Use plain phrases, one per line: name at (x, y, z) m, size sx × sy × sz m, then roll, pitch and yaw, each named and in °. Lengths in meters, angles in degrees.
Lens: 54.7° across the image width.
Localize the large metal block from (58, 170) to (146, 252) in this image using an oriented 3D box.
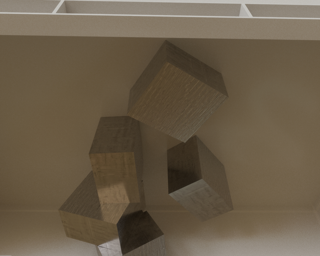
large metal block at (-0.073, 0.108, 0.415) m, size 0.080 × 0.080 × 0.050 m, roll 8°, pitch 123°, yaw 18°

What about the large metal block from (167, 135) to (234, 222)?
large metal block at (0.055, 0.071, 0.434) m, size 0.050 × 0.080 × 0.080 m, roll -30°, pitch 124°, yaw 22°

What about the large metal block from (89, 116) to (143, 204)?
large metal block at (-0.052, 0.039, 0.400) m, size 0.050 × 0.080 × 0.079 m, roll -3°, pitch 123°, yaw 2°

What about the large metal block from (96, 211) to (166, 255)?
large metal block at (-0.039, 0.174, 0.426) m, size 0.081 × 0.050 × 0.079 m, roll -19°, pitch 123°, yaw -23°

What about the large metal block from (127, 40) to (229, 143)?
large metal block at (0.018, -0.040, 0.359) m, size 0.080 × 0.050 × 0.080 m, roll 26°, pitch 125°, yaw -21°
